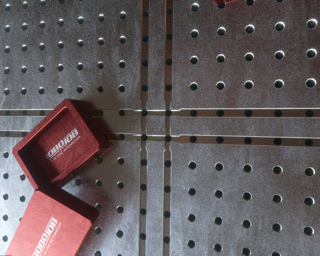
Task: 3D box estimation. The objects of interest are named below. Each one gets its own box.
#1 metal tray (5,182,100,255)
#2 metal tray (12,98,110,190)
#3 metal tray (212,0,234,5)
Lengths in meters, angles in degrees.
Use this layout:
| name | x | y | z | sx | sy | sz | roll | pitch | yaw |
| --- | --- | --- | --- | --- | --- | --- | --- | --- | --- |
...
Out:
| name | x | y | z | sx | sy | sz | roll | pitch | yaw |
| --- | --- | --- | --- | --- | --- | --- | --- | --- | --- |
| metal tray | -0.156 | 0.154 | 0.445 | 0.090 | 0.030 | 0.129 | 30 | 105 | 2 |
| metal tray | -0.149 | 0.030 | 0.460 | 0.130 | 0.030 | 0.090 | -39 | 78 | 15 |
| metal tray | 0.119 | -0.211 | 0.367 | 0.130 | 0.030 | 0.089 | -9 | 87 | 19 |
